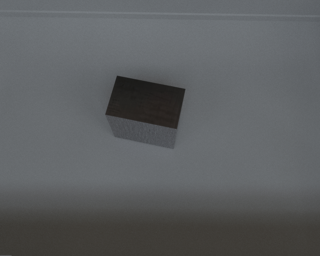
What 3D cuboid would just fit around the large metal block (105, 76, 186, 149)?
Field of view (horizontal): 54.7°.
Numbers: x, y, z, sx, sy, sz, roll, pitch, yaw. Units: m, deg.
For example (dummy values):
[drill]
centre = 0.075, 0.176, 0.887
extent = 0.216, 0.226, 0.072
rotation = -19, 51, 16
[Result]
[large metal block]
centre = -0.016, -0.016, 0.384
extent = 0.080, 0.080, 0.050
rotation = 12, 71, 4
